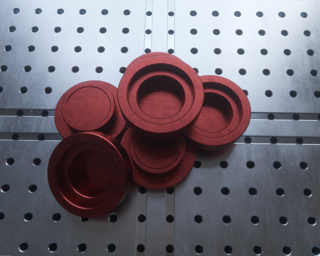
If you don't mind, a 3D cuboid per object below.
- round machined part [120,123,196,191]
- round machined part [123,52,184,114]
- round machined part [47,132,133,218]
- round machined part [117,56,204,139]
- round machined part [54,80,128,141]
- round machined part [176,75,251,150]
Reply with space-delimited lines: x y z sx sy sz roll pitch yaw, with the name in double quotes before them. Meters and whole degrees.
"round machined part" -0.003 0.028 0.392 0.099 0.042 0.098 0 70 0
"round machined part" -0.003 -0.064 0.426 0.099 0.042 0.098 0 70 0
"round machined part" -0.079 0.052 0.369 0.098 0.042 0.097 1 93 14
"round machined part" 0.001 -0.033 0.369 0.099 0.042 0.098 0 70 0
"round machined part" -0.090 -0.020 0.410 0.099 0.042 0.098 0 70 0
"round machined part" 0.065 -0.017 0.409 0.099 0.042 0.098 0 70 0
